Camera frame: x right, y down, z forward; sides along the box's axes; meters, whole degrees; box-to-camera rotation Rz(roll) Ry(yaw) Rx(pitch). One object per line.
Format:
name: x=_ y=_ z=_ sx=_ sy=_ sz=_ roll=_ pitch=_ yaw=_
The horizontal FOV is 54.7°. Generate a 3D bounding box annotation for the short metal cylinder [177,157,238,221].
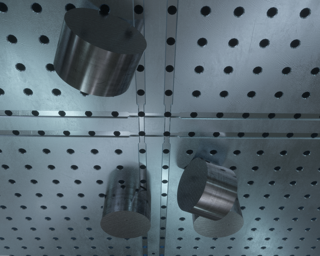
short metal cylinder: x=0.067 y=0.089 z=0.452 sx=0.050 sy=0.080 sz=0.080 roll=23 pitch=126 yaw=-19

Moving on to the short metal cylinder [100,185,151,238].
short metal cylinder: x=-0.055 y=0.139 z=0.513 sx=0.081 sy=0.050 sz=0.079 roll=0 pitch=130 yaw=0

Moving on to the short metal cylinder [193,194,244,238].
short metal cylinder: x=0.094 y=0.139 z=0.515 sx=0.081 sy=0.050 sz=0.079 roll=-1 pitch=130 yaw=0

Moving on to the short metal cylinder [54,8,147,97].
short metal cylinder: x=-0.060 y=-0.076 z=0.310 sx=0.081 sy=0.080 sz=0.050 roll=18 pitch=128 yaw=-15
